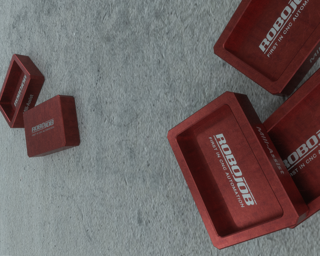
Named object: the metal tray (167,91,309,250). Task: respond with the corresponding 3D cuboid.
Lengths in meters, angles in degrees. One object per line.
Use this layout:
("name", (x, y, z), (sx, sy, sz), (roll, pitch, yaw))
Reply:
("metal tray", (0.069, 0.041, 0.304), (0.090, 0.030, 0.130), (-36, 68, 34))

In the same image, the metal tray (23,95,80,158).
("metal tray", (-0.202, 0.000, 0.569), (0.130, 0.030, 0.090), (-16, 80, 38))

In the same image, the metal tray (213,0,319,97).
("metal tray", (0.122, -0.107, 0.300), (0.090, 0.030, 0.129), (45, 117, 30))

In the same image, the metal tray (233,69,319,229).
("metal tray", (0.140, 0.019, 0.285), (0.129, 0.030, 0.090), (-51, 60, 28))

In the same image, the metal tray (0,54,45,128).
("metal tray", (-0.291, -0.075, 0.642), (0.090, 0.030, 0.129), (46, 117, 30))
